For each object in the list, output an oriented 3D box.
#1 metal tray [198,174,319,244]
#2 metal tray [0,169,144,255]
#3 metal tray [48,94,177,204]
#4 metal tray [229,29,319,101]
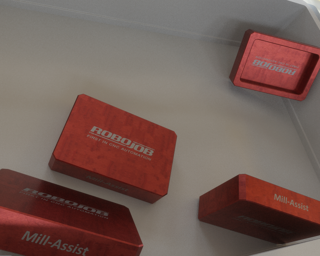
[{"bbox_3d":[0.124,0.102,0.370,0.131,0.090,0.030,21,54,-16],"label":"metal tray"},{"bbox_3d":[-0.087,0.079,0.269,0.131,0.090,0.030,22,91,-15],"label":"metal tray"},{"bbox_3d":[-0.049,0.024,0.362,0.131,0.030,0.090,23,53,-15],"label":"metal tray"},{"bbox_3d":[0.193,-0.103,0.514,0.131,0.089,0.030,12,25,-7],"label":"metal tray"}]
